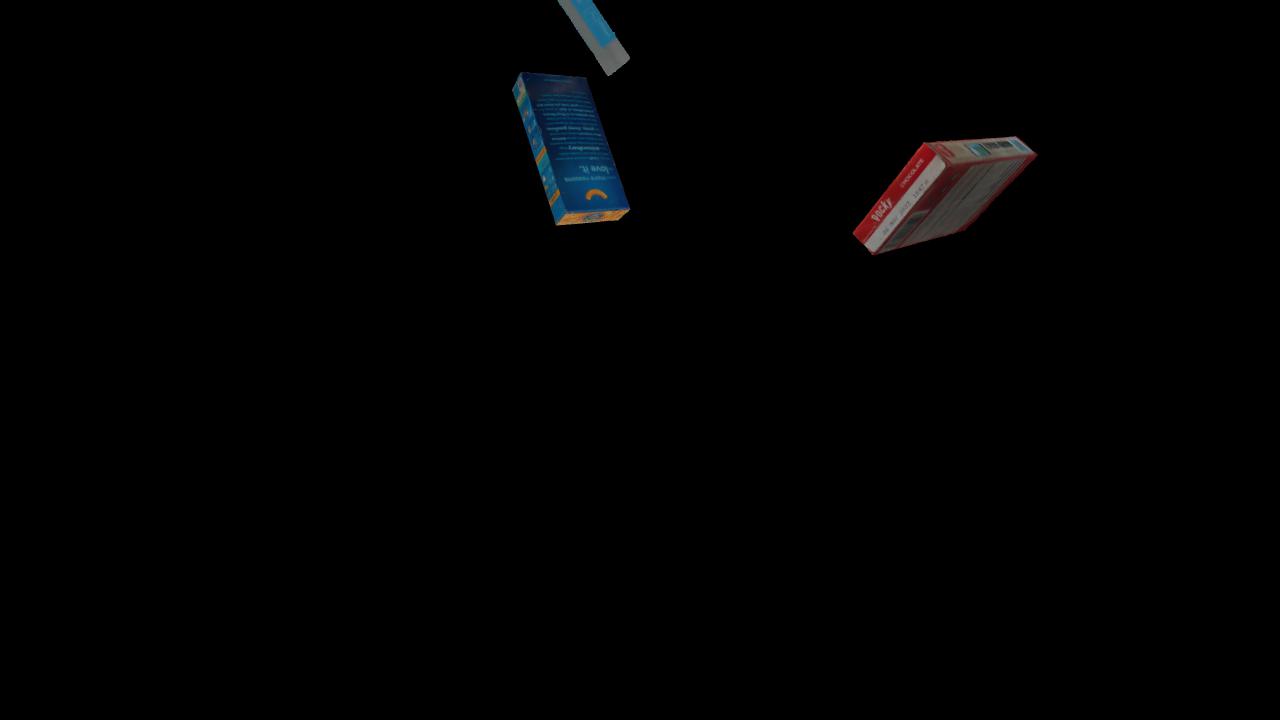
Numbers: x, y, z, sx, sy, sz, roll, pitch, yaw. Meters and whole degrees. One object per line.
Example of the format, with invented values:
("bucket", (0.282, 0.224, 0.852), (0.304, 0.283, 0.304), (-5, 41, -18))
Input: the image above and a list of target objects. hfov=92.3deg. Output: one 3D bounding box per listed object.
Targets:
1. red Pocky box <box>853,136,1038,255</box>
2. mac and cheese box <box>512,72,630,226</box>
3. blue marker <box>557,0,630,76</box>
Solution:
("red Pocky box", (0.236, -0.128, 0.472), (0.155, 0.028, 0.083), (-18, -29, -37))
("mac and cheese box", (-0.084, -0.258, 0.753), (0.093, 0.184, 0.041), (-12, -9, -34))
("blue marker", (-0.049, -0.237, 0.384), (0.020, 0.121, 0.020), (-32, 24, 16))
